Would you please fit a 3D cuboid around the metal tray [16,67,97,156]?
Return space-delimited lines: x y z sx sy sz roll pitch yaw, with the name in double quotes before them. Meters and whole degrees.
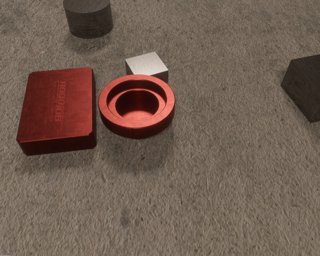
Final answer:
"metal tray" -0.135 -0.027 0.421 0.091 0.030 0.130 -6 50 -6

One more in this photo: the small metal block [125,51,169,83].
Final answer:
"small metal block" -0.021 -0.088 0.477 0.050 0.025 0.050 -19 53 -16

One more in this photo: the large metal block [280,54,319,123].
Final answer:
"large metal block" 0.236 -0.060 0.441 0.081 0.050 0.080 -12 51 -11

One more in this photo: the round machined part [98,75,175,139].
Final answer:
"round machined part" -0.030 -0.024 0.412 0.099 0.042 0.098 0 50 0

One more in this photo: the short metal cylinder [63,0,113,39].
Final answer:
"short metal cylinder" -0.128 -0.205 0.558 0.081 0.050 0.080 0 50 0
